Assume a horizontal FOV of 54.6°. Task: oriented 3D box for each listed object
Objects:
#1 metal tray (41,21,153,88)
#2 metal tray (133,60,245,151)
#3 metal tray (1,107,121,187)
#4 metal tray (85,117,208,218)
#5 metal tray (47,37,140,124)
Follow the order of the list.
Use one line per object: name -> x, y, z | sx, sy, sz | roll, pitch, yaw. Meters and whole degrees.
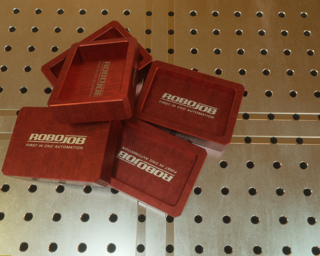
metal tray -> -0.086, -0.084, 0.438 | 0.130, 0.030, 0.090 | -38, 74, -13
metal tray -> 0.039, -0.031, 0.419 | 0.130, 0.030, 0.090 | 17, 71, 6
metal tray -> -0.121, 0.021, 0.383 | 0.130, 0.030, 0.090 | 2, 70, 15
metal tray -> -0.018, 0.045, 0.392 | 0.130, 0.030, 0.090 | 24, 72, 8
metal tray -> -0.076, -0.063, 0.386 | 0.090, 0.030, 0.130 | -4, 46, 6
